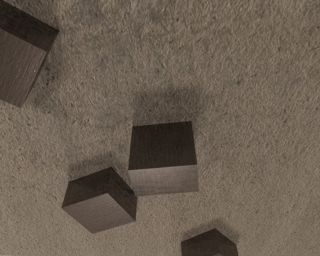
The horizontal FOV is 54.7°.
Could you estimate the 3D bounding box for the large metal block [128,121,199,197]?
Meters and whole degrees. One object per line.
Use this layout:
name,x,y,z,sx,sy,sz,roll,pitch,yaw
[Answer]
large metal block,0.006,0.039,0.404,0.080,0.080,0.050,-5,130,4

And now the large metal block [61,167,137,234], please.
large metal block,-0.092,0.116,0.488,0.080,0.050,0.080,-21,127,16

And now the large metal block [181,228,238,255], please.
large metal block,0.099,0.249,0.604,0.080,0.050,0.080,-32,124,24

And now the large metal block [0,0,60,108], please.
large metal block,-0.164,-0.079,0.321,0.080,0.050,0.080,26,125,-21
